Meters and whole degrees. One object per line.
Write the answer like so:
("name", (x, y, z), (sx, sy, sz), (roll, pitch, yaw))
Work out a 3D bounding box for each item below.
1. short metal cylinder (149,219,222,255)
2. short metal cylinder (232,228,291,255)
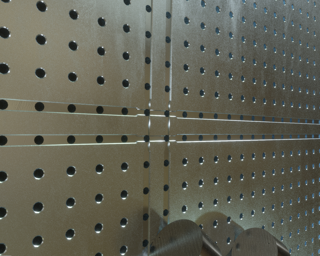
("short metal cylinder", (0.033, 0.167, 0.401), (0.050, 0.080, 0.080), (50, 61, -29))
("short metal cylinder", (0.167, 0.214, 0.514), (0.050, 0.080, 0.080), (40, 66, -33))
